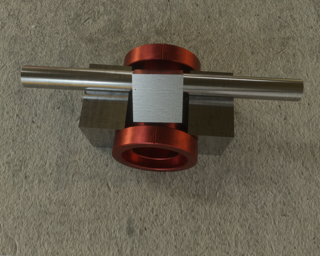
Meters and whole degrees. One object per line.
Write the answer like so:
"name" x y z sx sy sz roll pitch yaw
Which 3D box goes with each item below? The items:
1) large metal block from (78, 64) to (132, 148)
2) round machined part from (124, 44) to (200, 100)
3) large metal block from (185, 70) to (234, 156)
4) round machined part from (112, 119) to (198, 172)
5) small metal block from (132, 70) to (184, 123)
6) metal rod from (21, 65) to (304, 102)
"large metal block" -0.061 -0.023 0.388 0.050 0.080 0.080 4 70 1
"round machined part" 0.002 -0.061 0.393 0.099 0.098 0.042 4 71 1
"large metal block" 0.058 -0.015 0.386 0.050 0.080 0.080 4 70 1
"round machined part" -0.005 0.017 0.364 0.099 0.098 0.042 4 65 1
"small metal block" -0.002 -0.033 0.322 0.050 0.025 0.050 1 111 2
"metal rod" 0.002 -0.049 0.342 0.302 0.025 0.025 3 70 1
